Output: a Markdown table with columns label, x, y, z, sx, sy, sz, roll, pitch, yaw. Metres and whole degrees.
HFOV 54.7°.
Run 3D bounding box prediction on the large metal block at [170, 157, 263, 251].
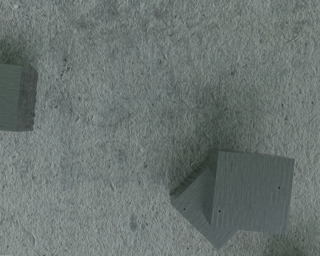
| label | x | y | z | sx | sy | sz | roll | pitch | yaw |
| --- | --- | --- | --- | --- | --- | --- | --- | --- | --- |
| large metal block | 0.070 | 0.091 | 0.398 | 0.080 | 0.050 | 0.080 | 45 | 90 | 0 |

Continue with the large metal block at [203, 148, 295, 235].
| label | x | y | z | sx | sy | sz | roll | pitch | yaw |
| --- | --- | --- | --- | --- | --- | --- | --- | --- | --- |
| large metal block | 0.097 | 0.068 | 0.348 | 0.080 | 0.050 | 0.080 | 6 | 90 | -1 |

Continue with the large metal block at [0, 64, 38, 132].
| label | x | y | z | sx | sy | sz | roll | pitch | yaw |
| --- | --- | --- | --- | --- | --- | --- | --- | --- | --- |
| large metal block | -0.210 | -0.039 | 0.396 | 0.080 | 0.050 | 0.080 | 5 | 90 | 0 |
